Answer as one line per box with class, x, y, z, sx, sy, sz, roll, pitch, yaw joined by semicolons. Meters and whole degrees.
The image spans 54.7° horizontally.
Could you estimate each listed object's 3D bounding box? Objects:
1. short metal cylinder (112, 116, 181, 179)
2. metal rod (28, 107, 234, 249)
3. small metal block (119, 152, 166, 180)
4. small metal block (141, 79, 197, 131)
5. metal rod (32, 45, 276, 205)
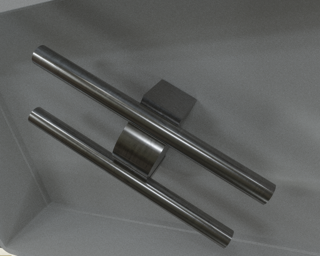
short metal cylinder;-0.016;0.017;0.389;0.050;0.080;0.079;32;128;7
metal rod;-0.043;0.060;0.402;0.301;0.025;0.025;31;128;7
small metal block;-0.028;0.048;0.433;0.050;0.050;0.025;32;128;7
small metal block;0.009;-0.027;0.368;0.050;0.050;0.025;32;128;7
metal rod;-0.013;-0.008;0.343;0.301;0.025;0.025;31;128;7
